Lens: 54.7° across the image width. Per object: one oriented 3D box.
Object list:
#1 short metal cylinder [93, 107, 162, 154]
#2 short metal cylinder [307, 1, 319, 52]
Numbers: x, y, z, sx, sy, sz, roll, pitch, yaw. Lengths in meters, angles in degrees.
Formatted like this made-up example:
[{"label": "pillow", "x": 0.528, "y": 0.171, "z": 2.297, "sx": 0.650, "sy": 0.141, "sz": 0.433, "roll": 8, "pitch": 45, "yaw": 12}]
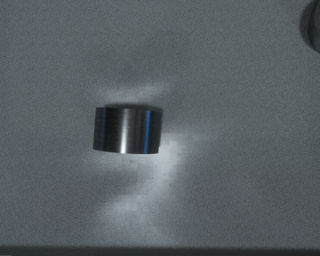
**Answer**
[{"label": "short metal cylinder", "x": -0.040, "y": 0.003, "z": 0.383, "sx": 0.080, "sy": 0.080, "sz": 0.050, "roll": 4, "pitch": 90, "yaw": 0}, {"label": "short metal cylinder", "x": 0.234, "y": -0.134, "z": 0.390, "sx": 0.080, "sy": 0.050, "sz": 0.080, "roll": 0, "pitch": 90, "yaw": 16}]
